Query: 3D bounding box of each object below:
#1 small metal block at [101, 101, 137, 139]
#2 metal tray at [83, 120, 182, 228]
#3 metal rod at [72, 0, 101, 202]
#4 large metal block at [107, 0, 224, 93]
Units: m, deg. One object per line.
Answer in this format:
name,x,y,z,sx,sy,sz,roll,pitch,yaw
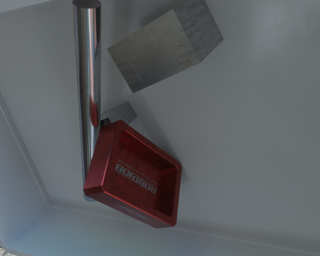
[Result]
small metal block,-0.067,-0.008,0.421,0.050,0.050,0.025,-19,108,35
metal tray,-0.025,0.060,0.382,0.030,0.090,0.130,-18,139,35
metal rod,-0.085,-0.004,0.377,0.025,0.025,0.298,23,134,14
large metal block,0.008,-0.086,0.315,0.080,0.080,0.050,-19,108,35
